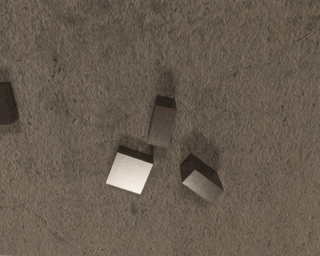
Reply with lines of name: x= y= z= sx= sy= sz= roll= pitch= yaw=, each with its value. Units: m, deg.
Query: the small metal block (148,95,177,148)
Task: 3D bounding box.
small metal block: x=0.002 y=-0.010 z=0.393 sx=0.025 sy=0.050 sz=0.050 roll=11 pitch=110 yaw=-5

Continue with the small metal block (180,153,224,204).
small metal block: x=0.056 y=0.067 z=0.422 sx=0.050 sy=0.050 sz=0.025 roll=37 pitch=106 yaw=-13

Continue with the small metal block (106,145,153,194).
small metal block: x=-0.042 y=0.058 z=0.431 sx=0.050 sy=0.025 sz=0.050 roll=20 pitch=109 yaw=-8

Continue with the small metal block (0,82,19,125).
small metal block: x=-0.216 y=-0.031 z=0.395 sx=0.050 sy=0.025 sz=0.050 roll=-4 pitch=110 yaw=1
